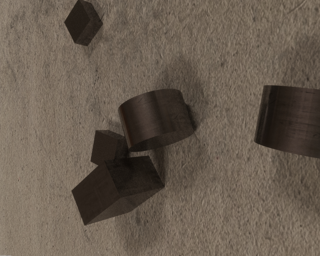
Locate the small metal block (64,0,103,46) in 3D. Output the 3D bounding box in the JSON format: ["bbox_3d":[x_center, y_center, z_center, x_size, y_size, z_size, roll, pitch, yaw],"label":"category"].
[{"bbox_3d":[-0.125,-0.171,0.506,0.050,0.025,0.050,-43,64,31],"label":"small metal block"}]

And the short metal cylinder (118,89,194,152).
[{"bbox_3d":[-0.005,-0.007,0.372,0.080,0.081,0.050,-26,74,37],"label":"short metal cylinder"}]

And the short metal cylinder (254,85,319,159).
[{"bbox_3d":[0.126,-0.006,0.265,0.080,0.081,0.050,14,99,39],"label":"short metal cylinder"}]

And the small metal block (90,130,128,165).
[{"bbox_3d":[-0.075,0.034,0.464,0.050,0.025,0.050,19,102,38],"label":"small metal block"}]

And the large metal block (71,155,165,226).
[{"bbox_3d":[-0.056,0.081,0.413,0.080,0.081,0.050,-42,65,32],"label":"large metal block"}]
